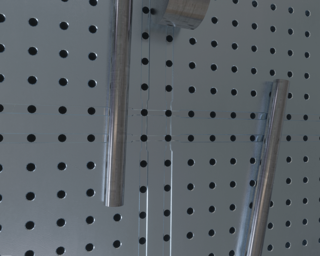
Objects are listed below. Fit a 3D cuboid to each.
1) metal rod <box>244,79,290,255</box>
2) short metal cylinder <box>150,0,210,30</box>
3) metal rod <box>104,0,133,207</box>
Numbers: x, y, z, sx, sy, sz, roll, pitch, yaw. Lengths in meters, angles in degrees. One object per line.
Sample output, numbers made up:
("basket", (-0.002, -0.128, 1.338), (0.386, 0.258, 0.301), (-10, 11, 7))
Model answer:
("metal rod", (0.161, 0.074, 0.471), (0.025, 0.025, 0.298), (12, 86, -20))
("short metal cylinder", (0.024, -0.169, 0.392), (0.050, 0.080, 0.080), (3, 89, -20))
("metal rod", (-0.052, -0.052, 0.393), (0.025, 0.025, 0.298), (3, 89, -20))
